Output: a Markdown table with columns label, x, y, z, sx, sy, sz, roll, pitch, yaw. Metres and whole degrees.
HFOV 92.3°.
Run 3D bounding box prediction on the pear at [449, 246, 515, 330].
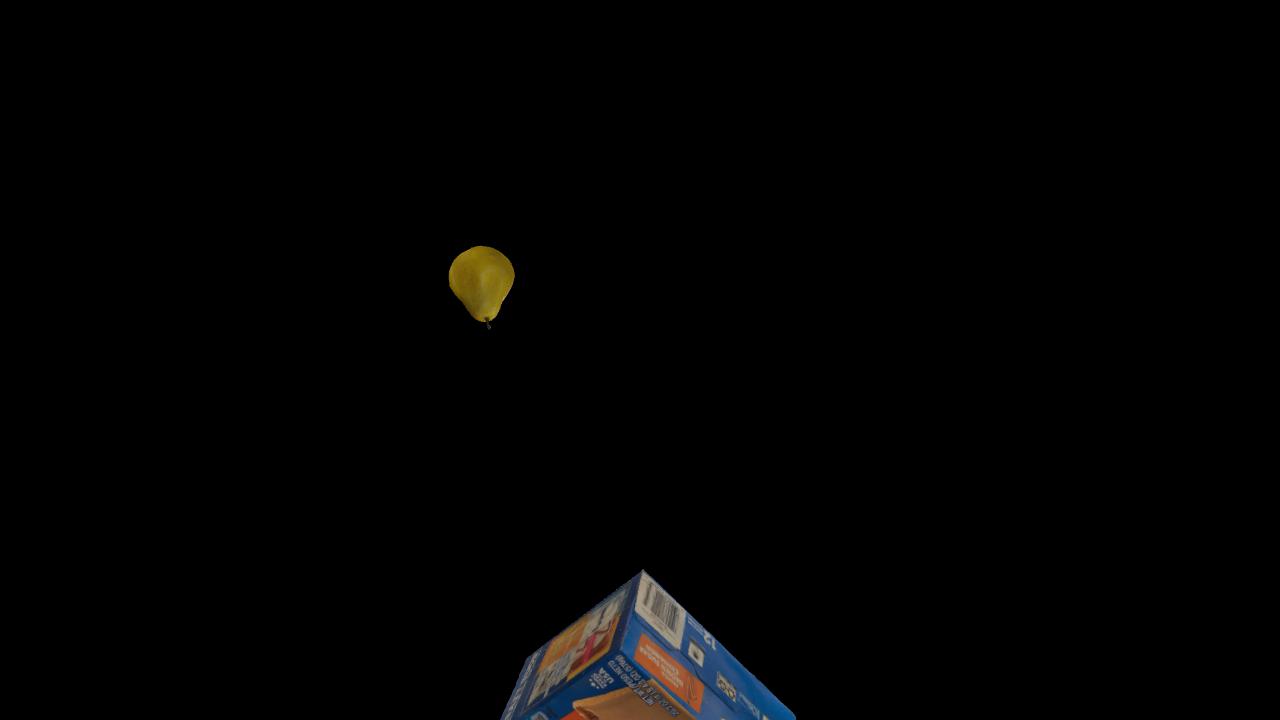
| label | x | y | z | sx | sy | sz | roll | pitch | yaw |
| --- | --- | --- | --- | --- | --- | --- | --- | --- | --- |
| pear | -0.191 | -0.079 | 0.746 | 0.080 | 0.111 | 0.080 | -5 | -22 | -2 |

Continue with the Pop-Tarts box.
| label | x | y | z | sx | sy | sz | roll | pitch | yaw |
| --- | --- | --- | --- | --- | --- | --- | --- | --- | --- |
| Pop-Tarts box | 0.006 | 0.266 | 0.443 | 0.141 | 0.167 | 0.083 | -43 | 4 | 21 |
